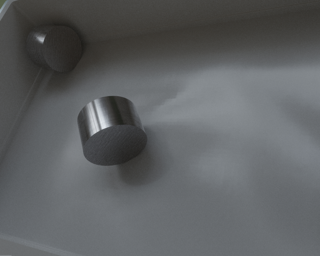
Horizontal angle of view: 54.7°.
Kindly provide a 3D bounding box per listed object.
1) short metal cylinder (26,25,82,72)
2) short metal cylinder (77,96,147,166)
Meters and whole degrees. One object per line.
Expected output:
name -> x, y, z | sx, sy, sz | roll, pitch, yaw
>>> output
short metal cylinder -> -0.190, -0.144, 0.559 | 0.050, 0.080, 0.080 | 17, 71, 35
short metal cylinder -> -0.062, 0.005, 0.400 | 0.080, 0.080, 0.050 | -30, 52, 9
